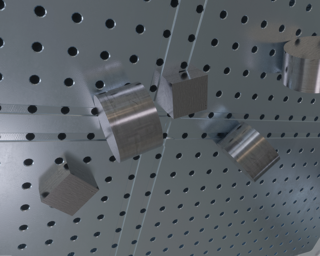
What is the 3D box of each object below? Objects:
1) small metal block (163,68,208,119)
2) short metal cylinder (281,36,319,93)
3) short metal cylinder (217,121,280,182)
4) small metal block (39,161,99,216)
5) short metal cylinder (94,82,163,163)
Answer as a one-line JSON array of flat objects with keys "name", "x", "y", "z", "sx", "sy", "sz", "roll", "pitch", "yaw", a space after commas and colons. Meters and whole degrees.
[{"name": "small metal block", "x": 0.033, "y": -0.045, "z": 0.402, "sx": 0.050, "sy": 0.025, "sz": 0.050, "roll": -17, "pitch": 125, "yaw": -19}, {"name": "short metal cylinder", "x": 0.216, "y": -0.091, "z": 0.437, "sx": 0.081, "sy": 0.080, "sz": 0.050, "roll": -22, "pitch": 127, "yaw": -15}, {"name": "short metal cylinder", "x": 0.133, "y": 0.036, "z": 0.471, "sx": 0.050, "sy": 0.080, "sz": 0.080, "roll": -43, "pitch": 130, "yaw": 1}, {"name": "small metal block", "x": -0.116, "y": 0.079, "z": 0.396, "sx": 0.050, "sy": 0.025, "sz": 0.050, "roll": -45, "pitch": 129, "yaw": 3}, {"name": "short metal cylinder", "x": -0.037, "y": -0.007, "z": 0.351, "sx": 0.050, "sy": 0.080, "sz": 0.080, "roll": -21, "pitch": 127, "yaw": -16}]
